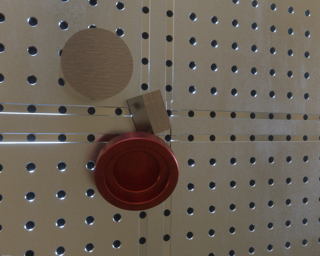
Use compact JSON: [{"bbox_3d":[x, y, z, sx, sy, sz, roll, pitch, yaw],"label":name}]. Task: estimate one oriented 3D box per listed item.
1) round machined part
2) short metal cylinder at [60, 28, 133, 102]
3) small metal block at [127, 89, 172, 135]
[{"bbox_3d":[-0.029,0.049,0.381,0.099,0.042,0.097,-2,111,-6],"label":"round machined part"},{"bbox_3d":[-0.078,-0.073,0.371,0.081,0.050,0.079,0,90,-20],"label":"short metal cylinder"},{"bbox_3d":[-0.014,-0.018,0.393,0.025,0.050,0.050,-20,97,-25],"label":"small metal block"}]
